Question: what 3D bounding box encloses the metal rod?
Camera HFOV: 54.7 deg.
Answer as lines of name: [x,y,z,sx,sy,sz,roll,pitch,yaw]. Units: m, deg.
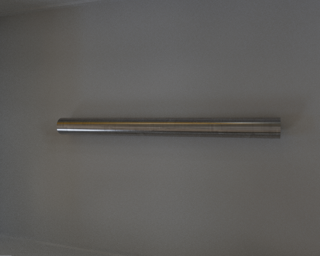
metal rod: [-0.003,-0.001,0.408,0.301,0.025,0.025,1,90,19]
